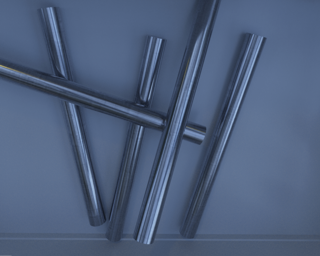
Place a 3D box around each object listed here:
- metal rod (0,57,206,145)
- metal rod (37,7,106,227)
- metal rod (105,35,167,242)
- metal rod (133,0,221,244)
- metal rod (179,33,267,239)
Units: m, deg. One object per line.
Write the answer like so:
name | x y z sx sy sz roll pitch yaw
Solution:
metal rod | -0.089 -0.037 0.368 0.302 0.025 0.025 18 109 -7
metal rod | -0.111 0.000 0.409 0.025 0.025 0.298 -7 110 2
metal rod | -0.037 0.027 0.420 0.025 0.025 0.298 12 110 -5
metal rod | 0.021 -0.015 0.356 0.025 0.025 0.298 16 91 -6
metal rod | 0.079 0.024 0.421 0.025 0.025 0.298 13 109 -5
